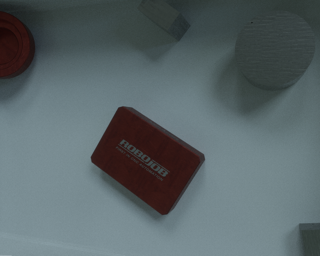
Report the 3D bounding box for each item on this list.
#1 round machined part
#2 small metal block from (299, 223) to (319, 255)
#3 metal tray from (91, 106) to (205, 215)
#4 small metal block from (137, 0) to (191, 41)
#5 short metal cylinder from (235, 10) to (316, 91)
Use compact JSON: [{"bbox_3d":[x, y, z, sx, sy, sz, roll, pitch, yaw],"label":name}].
[{"bbox_3d":[-0.240,-0.123,0.473,0.099,0.042,0.097,0,91,-2],"label":"round machined part"},{"bbox_3d":[0.187,0.134,0.345,0.050,0.025,0.050,-8,87,19],"label":"small metal block"},{"bbox_3d":[-0.018,0.041,0.413,0.130,0.030,0.090,33,100,16],"label":"metal tray"},{"bbox_3d":[0.006,-0.141,0.394,0.050,0.050,0.025,40,103,15],"label":"small metal block"},{"bbox_3d":[0.129,-0.085,0.352,0.080,0.050,0.079,0,90,19],"label":"short metal cylinder"}]
